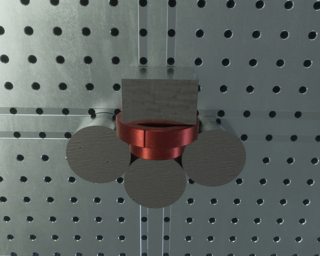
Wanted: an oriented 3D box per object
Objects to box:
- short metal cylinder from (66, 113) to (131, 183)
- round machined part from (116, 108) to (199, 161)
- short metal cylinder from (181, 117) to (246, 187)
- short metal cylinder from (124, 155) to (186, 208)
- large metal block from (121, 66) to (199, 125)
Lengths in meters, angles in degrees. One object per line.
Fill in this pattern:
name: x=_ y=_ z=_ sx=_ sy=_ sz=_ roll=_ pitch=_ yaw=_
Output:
short metal cylinder: x=-0.077 y=0.026 z=0.409 sx=0.081 sy=0.050 sz=0.079 roll=0 pitch=110 yaw=0
round machined part: x=-0.003 y=0.006 z=0.375 sx=0.099 sy=0.098 sz=0.042 roll=2 pitch=110 yaw=-1
short metal cylinder: x=0.068 y=0.030 z=0.412 sx=0.081 sy=0.050 sz=0.079 roll=0 pitch=110 yaw=0
short metal cylinder: x=-0.006 y=0.062 z=0.423 sx=0.081 sy=0.050 sz=0.079 roll=0 pitch=110 yaw=0
large metal block: x=0.000 y=-0.041 z=0.368 sx=0.081 sy=0.080 sz=0.050 roll=1 pitch=110 yaw=-1
